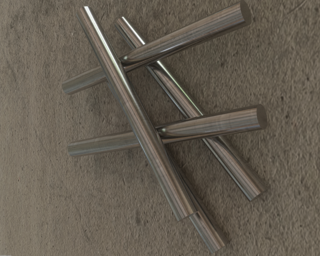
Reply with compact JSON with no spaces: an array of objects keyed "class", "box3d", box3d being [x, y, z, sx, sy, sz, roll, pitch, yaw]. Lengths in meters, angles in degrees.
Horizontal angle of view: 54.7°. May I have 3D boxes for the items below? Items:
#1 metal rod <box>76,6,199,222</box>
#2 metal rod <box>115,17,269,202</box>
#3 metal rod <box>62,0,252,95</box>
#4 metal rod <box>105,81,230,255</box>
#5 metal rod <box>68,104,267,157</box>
[{"class":"metal rod","box3d":[-0.037,-0.033,0.370,0.025,0.025,0.299,-42,65,32]},{"class":"metal rod","box3d":[0.024,-0.040,0.384,0.025,0.025,0.299,-50,61,28]},{"class":"metal rod","box3d":[-0.030,-0.089,0.397,0.300,0.025,0.025,-12,83,39]},{"class":"metal rod","box3d":[-0.007,0.022,0.410,0.025,0.025,0.299,-48,62,29]},{"class":"metal rod","box3d":[-0.018,0.011,0.387,0.300,0.025,0.025,-11,83,39]}]
